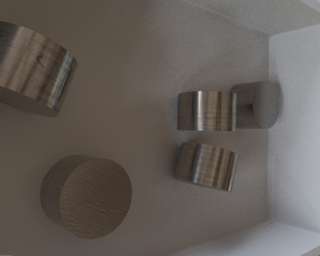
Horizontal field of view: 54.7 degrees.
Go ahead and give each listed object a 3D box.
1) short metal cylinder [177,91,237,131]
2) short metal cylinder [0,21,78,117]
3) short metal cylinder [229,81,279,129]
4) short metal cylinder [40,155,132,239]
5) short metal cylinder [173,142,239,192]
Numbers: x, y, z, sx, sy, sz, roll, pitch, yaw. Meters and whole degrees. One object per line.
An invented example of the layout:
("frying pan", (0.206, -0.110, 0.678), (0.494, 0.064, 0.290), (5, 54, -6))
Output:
("short metal cylinder", (0.065, -0.021, 0.427), (0.081, 0.080, 0.050), (2, 89, -40))
("short metal cylinder", (-0.120, -0.048, 0.271), (0.080, 0.080, 0.050), (27, 73, -37))
("short metal cylinder", (0.159, -0.038, 0.527), (0.081, 0.050, 0.079), (0, 90, -40))
("short metal cylinder", (-0.077, 0.070, 0.327), (0.081, 0.050, 0.079), (0, 90, -40))
("short metal cylinder", (0.063, 0.055, 0.426), (0.080, 0.080, 0.050), (22, 76, -38))
